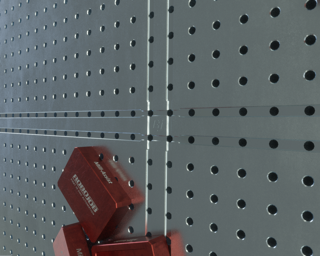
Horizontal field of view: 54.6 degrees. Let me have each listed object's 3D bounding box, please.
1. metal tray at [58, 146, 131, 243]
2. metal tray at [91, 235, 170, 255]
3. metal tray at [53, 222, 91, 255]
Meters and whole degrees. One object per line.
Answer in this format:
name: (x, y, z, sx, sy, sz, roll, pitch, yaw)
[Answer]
metal tray: (-0.110, 0.103, 0.498, 0.130, 0.030, 0.090, 47, 118, 30)
metal tray: (-0.040, 0.206, 0.440, 0.130, 0.030, 0.090, -21, 77, 38)
metal tray: (-0.134, 0.230, 0.496, 0.090, 0.030, 0.130, -55, 52, 44)
